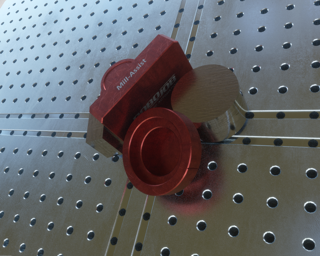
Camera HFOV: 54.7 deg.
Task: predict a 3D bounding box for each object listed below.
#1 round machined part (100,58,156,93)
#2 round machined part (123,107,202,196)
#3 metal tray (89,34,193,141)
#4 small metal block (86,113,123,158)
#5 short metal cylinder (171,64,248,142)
[{"bbox_3d":[-0.047,-0.063,0.455,0.098,0.042,0.098,-13,56,21],"label":"round machined part"},{"bbox_3d":[0.006,0.028,0.357,0.098,0.042,0.097,-7,79,38],"label":"round machined part"},{"bbox_3d":[-0.014,-0.041,0.394,0.130,0.090,0.030,-48,51,-6],"label":"metal tray"},{"bbox_3d":[-0.073,0.006,0.421,0.025,0.050,0.050,-14,56,20],"label":"small metal block"},{"bbox_3d":[0.060,-0.029,0.373,0.080,0.050,0.080,-13,56,21],"label":"short metal cylinder"}]
